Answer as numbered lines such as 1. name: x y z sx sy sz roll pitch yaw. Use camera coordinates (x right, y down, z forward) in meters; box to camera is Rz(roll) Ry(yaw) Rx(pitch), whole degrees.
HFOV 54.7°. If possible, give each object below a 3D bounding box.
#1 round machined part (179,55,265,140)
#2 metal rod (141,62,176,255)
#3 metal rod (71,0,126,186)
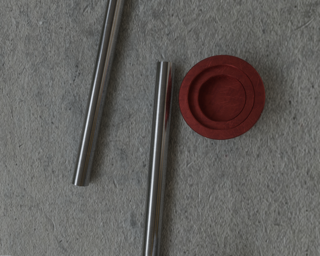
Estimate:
1. round machined part: 0.076 -0.035 0.373 0.098 0.042 0.097 0 90 19
2. metal rod: -0.004 0.064 0.409 0.025 0.025 0.298 5 92 19
3. metal rod: -0.084 -0.065 0.437 0.025 0.025 0.298 13 94 19
